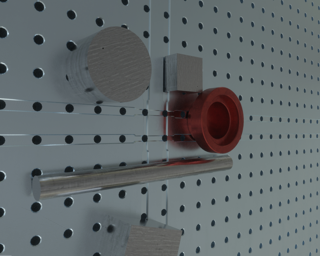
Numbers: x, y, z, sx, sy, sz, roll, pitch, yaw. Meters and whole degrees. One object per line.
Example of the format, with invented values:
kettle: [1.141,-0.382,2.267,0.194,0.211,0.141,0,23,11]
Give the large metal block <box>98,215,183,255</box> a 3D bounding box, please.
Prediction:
large metal block: [-0.027,0.155,0.373,0.080,0.050,0.080,22,76,-38]

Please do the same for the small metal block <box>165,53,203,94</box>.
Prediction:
small metal block: [0.034,-0.076,0.440,0.050,0.025,0.050,-1,91,-40]

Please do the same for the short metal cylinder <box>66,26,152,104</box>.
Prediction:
short metal cylinder: [-0.056,-0.067,0.347,0.081,0.050,0.079,0,90,-40]

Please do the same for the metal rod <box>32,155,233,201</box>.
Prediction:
metal rod: [-0.007,0.058,0.405,0.302,0.025,0.025,-1,91,-40]

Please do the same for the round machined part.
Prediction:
round machined part: [0.080,-0.011,0.468,0.099,0.042,0.097,0,90,-40]
